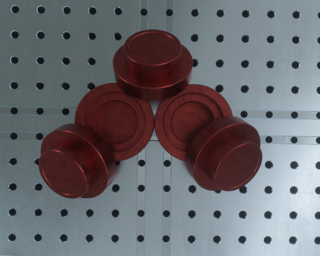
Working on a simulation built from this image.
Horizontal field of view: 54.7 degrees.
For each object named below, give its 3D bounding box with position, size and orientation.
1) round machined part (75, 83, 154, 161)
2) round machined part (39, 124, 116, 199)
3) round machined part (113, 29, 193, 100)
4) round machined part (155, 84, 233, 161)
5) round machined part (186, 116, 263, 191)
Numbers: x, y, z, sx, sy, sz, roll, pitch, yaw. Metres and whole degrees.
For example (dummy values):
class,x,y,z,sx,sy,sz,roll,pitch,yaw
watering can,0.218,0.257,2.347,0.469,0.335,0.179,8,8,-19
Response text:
class,x,y,z,sx,sy,sz,roll,pitch,yaw
round machined part,-0.057,-0.007,0.403,0.099,0.042,0.097,0,90,-1
round machined part,-0.107,0.047,0.380,0.098,0.042,0.097,10,119,20
round machined part,-0.009,-0.084,0.379,0.099,0.042,0.098,1,52,0
round machined part,0.042,-0.006,0.405,0.099,0.042,0.097,0,90,-1
round machined part,0.085,0.038,0.379,0.099,0.042,0.097,-13,123,-22
